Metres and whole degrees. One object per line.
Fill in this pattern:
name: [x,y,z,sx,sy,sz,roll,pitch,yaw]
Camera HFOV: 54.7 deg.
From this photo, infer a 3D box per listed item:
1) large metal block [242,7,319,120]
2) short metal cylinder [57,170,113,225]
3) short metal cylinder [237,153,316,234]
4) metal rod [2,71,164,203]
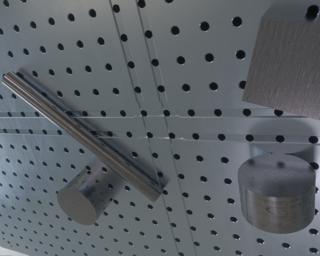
large metal block: [0.130,-0.061,0.289,0.080,0.050,0.079,17,125,18]
short metal cylinder: [-0.129,0.121,0.538,0.080,0.050,0.079,13,124,21]
short metal cylinder: [0.131,0.071,0.350,0.080,0.080,0.050,2,119,27]
metal rod: [-0.120,0.013,0.482,0.300,0.025,0.025,38,129,2]
